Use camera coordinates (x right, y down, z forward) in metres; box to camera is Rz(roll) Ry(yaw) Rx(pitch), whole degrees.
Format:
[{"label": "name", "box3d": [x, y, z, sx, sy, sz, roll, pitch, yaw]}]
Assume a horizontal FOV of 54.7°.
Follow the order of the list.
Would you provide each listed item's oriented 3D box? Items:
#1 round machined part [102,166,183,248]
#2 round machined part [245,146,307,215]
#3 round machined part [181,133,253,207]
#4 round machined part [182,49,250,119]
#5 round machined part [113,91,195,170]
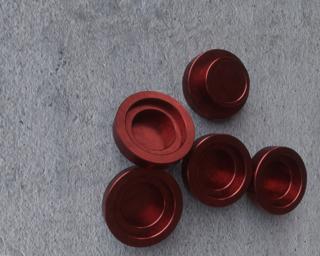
[{"label": "round machined part", "box3d": [-0.024, 0.095, 0.391, 0.099, 0.042, 0.097, 0, 90, -20]}, {"label": "round machined part", "box3d": [0.165, 0.075, 0.459, 0.099, 0.042, 0.097, 0, 90, -24]}, {"label": "round machined part", "box3d": [0.074, 0.056, 0.427, 0.099, 0.042, 0.097, 0, 90, -20]}, {"label": "round machined part", "box3d": [0.084, -0.062, 0.431, 0.099, 0.042, 0.097, 0, 90, -20]}, {"label": "round machined part", "box3d": [-0.010, 0.006, 0.382, 0.099, 0.042, 0.098, 10, 59, -16]}]
